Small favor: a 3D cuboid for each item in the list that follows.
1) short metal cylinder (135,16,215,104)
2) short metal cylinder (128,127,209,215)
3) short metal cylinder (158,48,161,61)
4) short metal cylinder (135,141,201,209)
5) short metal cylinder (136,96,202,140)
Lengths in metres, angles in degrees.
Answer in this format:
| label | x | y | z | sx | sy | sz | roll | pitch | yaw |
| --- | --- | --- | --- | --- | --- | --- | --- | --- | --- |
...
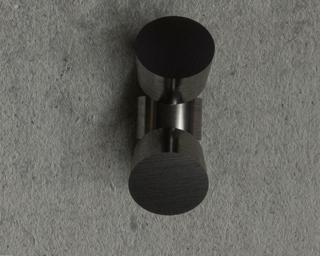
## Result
| label | x | y | z | sx | sy | sz | roll | pitch | yaw |
| --- | --- | --- | --- | --- | --- | --- | --- | --- | --- |
| short metal cylinder | 0.015 | -0.072 | 0.334 | 0.081 | 0.050 | 0.080 | 1 | 65 | -1 |
| short metal cylinder | 0.009 | 0.046 | 0.332 | 0.080 | 0.050 | 0.079 | 0 | 118 | 1 |
| short metal cylinder | 0.012 | -0.077 | 0.399 | 0.081 | 0.050 | 0.080 | 0 | 90 | 0 |
| short metal cylinder | 0.010 | 0.058 | 0.399 | 0.081 | 0.050 | 0.080 | 0 | 90 | 0 |
| short metal cylinder | 0.012 | -0.011 | 0.384 | 0.081 | 0.080 | 0.050 | 2 | 90 | 0 |
